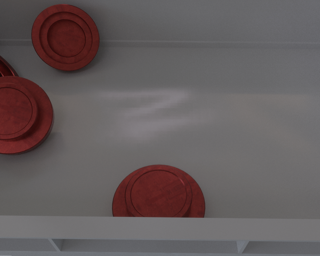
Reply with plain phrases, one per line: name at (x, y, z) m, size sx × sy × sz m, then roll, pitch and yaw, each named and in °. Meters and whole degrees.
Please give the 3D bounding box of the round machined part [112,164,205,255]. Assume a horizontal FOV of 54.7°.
round machined part at (-0.001, 0.079, 0.327) m, size 0.099 × 0.042 × 0.098 m, roll 0°, pitch 50°, yaw 0°

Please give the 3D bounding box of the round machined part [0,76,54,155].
round machined part at (-0.182, -0.017, 0.377) m, size 0.099 × 0.042 × 0.098 m, roll 2°, pitch 81°, yaw -14°

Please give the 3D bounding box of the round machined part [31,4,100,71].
round machined part at (-0.146, -0.140, 0.487) m, size 0.099 × 0.097 × 0.042 m, roll -13°, pitch 16°, yaw -11°

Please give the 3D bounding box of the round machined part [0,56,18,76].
round machined part at (-0.248, -0.075, 0.430) m, size 0.042 × 0.098 × 0.098 m, roll -41°, pitch 55°, yaw 9°
